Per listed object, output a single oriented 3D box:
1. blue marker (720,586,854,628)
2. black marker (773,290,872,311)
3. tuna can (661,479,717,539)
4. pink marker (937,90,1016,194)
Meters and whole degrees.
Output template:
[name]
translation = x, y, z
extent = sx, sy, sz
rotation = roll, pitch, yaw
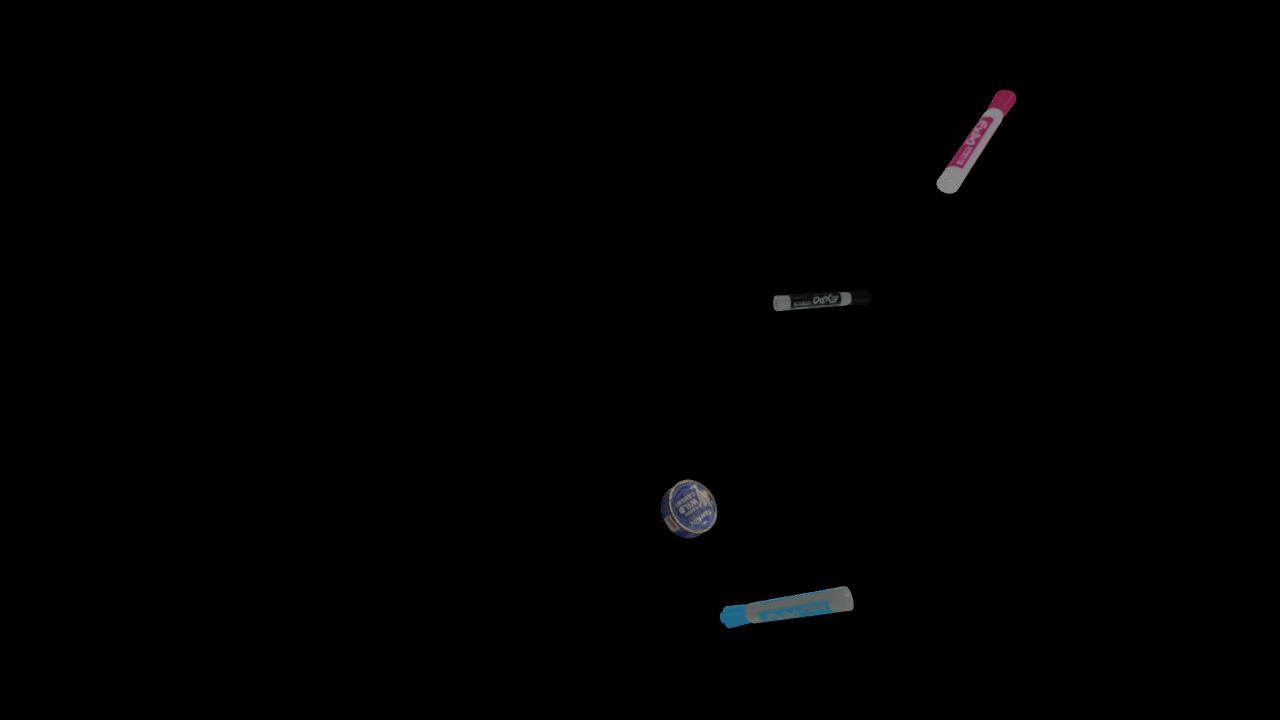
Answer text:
[blue marker]
translation = 0.122, 0.214, 0.529
extent = 0.121, 0.020, 0.020
rotation = -24, -13, 31
[black marker]
translation = 0.221, -0.072, 0.739
extent = 0.121, 0.020, 0.020
rotation = -5, 1, -8
[tuna can]
translation = 0.075, 0.230, 0.946
extent = 0.084, 0.084, 0.034
rotation = 0, -31, -29
[pink marker]
translation = 0.302, -0.197, 0.548
extent = 0.020, 0.121, 0.020
rotation = 35, -15, 11
